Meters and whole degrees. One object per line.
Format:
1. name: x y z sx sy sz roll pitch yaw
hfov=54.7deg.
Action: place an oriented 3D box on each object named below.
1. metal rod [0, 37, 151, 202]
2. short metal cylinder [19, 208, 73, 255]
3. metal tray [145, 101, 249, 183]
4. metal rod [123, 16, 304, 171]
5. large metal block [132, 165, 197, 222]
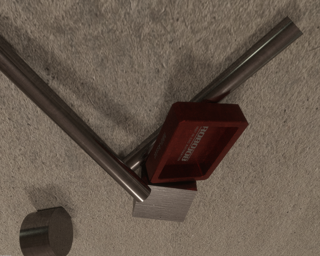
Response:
1. metal rod: -0.113 -0.015 0.359 0.025 0.025 0.300 -31 114 23
2. short metal cylinder: -0.188 0.179 0.521 0.050 0.080 0.080 -12 129 9
3. metal tray: 0.042 0.023 0.398 0.091 0.030 0.129 1 140 -22
4. metal rod: 0.040 -0.020 0.390 0.025 0.025 0.299 34 122 -26
5. large metal block: 0.005 0.096 0.473 0.081 0.050 0.079 9 130 -8
